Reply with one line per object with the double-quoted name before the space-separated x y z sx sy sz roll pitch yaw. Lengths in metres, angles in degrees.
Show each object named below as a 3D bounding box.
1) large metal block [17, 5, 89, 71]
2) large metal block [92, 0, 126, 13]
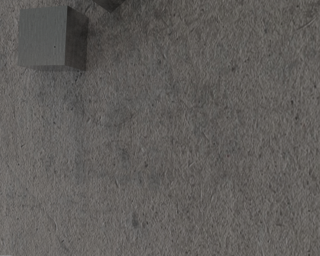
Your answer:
"large metal block" -0.155 -0.126 0.450 0.080 0.050 0.079 4 91 20
"large metal block" -0.069 -0.221 0.420 0.080 0.050 0.080 -34 79 16
